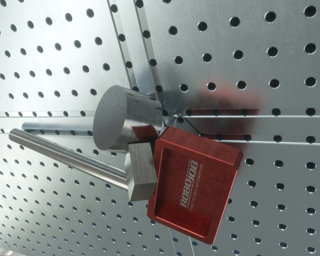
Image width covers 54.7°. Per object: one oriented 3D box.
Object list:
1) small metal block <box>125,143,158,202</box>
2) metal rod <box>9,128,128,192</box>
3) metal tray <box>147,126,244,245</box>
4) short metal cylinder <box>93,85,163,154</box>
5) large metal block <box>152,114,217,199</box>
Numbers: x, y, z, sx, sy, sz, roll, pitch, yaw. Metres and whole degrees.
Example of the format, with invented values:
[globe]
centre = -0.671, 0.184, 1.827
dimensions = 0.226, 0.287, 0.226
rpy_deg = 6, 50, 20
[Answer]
[small metal block]
centre = -0.024, 0.052, 0.361
dimensions = 0.025, 0.050, 0.050
rpy_deg = -3, 147, -15
[metal rod]
centre = -0.136, 0.045, 0.470
dimensions = 0.300, 0.025, 0.025
rpy_deg = 15, 125, 33
[metal tray]
centre = 0.036, 0.070, 0.363
dimensions = 0.090, 0.030, 0.129
rpy_deg = 19, 126, 17
[short metal cylinder]
centre = -0.042, -0.008, 0.383
dimensions = 0.050, 0.080, 0.080
rpy_deg = 15, 140, -36
[large metal block]
centre = 0.020, 0.042, 0.408
dimensions = 0.080, 0.050, 0.080
rpy_deg = 46, 129, -5
